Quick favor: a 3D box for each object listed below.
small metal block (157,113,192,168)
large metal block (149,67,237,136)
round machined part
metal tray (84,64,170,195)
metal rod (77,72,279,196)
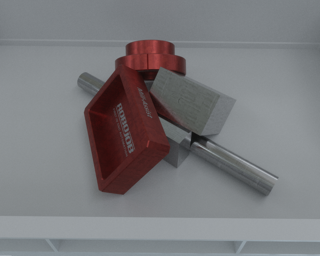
[{"bbox_3d":[0.009,0.014,0.375,0.050,0.050,0.025,31,57,23],"label":"small metal block"},{"bbox_3d":[0.040,-0.032,0.389,0.080,0.050,0.080,30,13,22],"label":"large metal block"},{"bbox_3d":[-0.013,-0.094,0.432,0.099,0.098,0.042,-1,91,-2],"label":"round machined part"},{"bbox_3d":[-0.045,0.000,0.363,0.030,0.090,0.130,19,37,-40],"label":"metal tray"},{"bbox_3d":[0.007,-0.003,0.405,0.300,0.025,0.025,30,56,22],"label":"metal rod"}]
